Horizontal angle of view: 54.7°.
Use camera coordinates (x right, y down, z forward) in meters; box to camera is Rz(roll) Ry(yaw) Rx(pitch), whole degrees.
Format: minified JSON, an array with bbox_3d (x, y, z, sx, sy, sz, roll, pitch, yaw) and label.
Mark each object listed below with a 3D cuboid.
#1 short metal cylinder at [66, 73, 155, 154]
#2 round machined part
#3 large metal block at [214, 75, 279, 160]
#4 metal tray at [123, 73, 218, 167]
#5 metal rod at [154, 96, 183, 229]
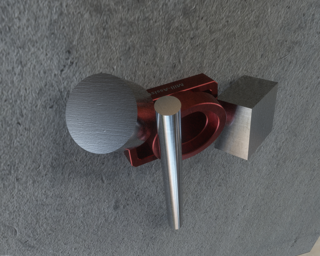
[{"bbox_3d":[-0.051,-0.014,0.329,0.080,0.080,0.050,-55,164,11],"label":"short metal cylinder"},{"bbox_3d":[0.028,-0.006,0.379,0.099,0.042,0.097,-19,142,-16],"label":"round machined part"},{"bbox_3d":[0.118,-0.017,0.427,0.080,0.050,0.079,-38,135,-38],"label":"large metal block"},{"bbox_3d":[0.013,-0.011,0.407,0.131,0.030,0.089,-19,126,-18],"label":"metal tray"},{"bbox_3d":[0.017,0.069,0.405,0.025,0.025,0.299,-25,145,-14],"label":"metal rod"}]
